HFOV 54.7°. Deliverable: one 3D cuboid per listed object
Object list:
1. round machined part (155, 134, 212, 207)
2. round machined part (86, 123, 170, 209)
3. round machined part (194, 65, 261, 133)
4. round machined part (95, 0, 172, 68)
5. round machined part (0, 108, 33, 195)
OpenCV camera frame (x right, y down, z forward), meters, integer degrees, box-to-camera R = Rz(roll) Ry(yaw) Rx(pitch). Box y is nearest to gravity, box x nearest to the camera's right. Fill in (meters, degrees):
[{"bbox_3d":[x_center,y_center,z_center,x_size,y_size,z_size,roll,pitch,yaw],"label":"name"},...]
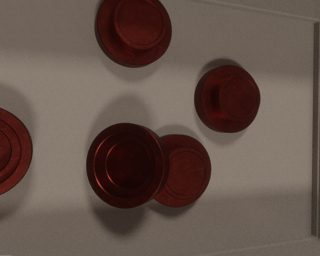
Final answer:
[{"bbox_3d":[0.026,0.057,0.412,0.099,0.042,0.097,0,90,-21],"label":"round machined part"},{"bbox_3d":[-0.035,0.044,0.372,0.098,0.042,0.097,-1,85,19],"label":"round machined part"},{"bbox_3d":[0.102,-0.042,0.441,0.099,0.042,0.097,0,90,-21],"label":"round machined part"},{"bbox_3d":[-0.030,-0.128,0.391,0.099,0.042,0.097,0,90,-21],"label":"round machined part"},{"bbox_3d":[-0.189,0.024,0.332,0.099,0.042,0.097,0,90,-21],"label":"round machined part"}]
